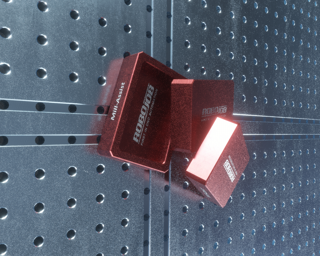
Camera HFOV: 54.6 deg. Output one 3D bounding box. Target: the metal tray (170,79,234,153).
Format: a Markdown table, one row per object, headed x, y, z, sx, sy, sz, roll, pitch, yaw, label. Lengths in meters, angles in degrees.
| x | y | z | sx | sy | sz | roll | pitch | yaw | label |
| --- | --- | --- | --- | --- | --- | --- | --- | --- | --- |
| 0.063 | -0.022 | 0.429 | 0.131 | 0.030 | 0.089 | -12 | 105 | -54 | metal tray |

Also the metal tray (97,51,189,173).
| x | y | z | sx | sy | sz | roll | pitch | yaw | label |
| --- | --- | --- | --- | --- | --- | --- | --- | --- | --- |
| -0.016 | -0.017 | 0.390 | 0.090 | 0.030 | 0.130 | 24 | 75 | -37 | metal tray |

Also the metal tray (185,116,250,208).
| x | y | z | sx | sy | sz | roll | pitch | yaw | label |
| --- | --- | --- | --- | --- | --- | --- | --- | --- | --- |
| 0.086 | 0.052 | 0.434 | 0.090 | 0.030 | 0.130 | -58 | 149 | -13 | metal tray |
